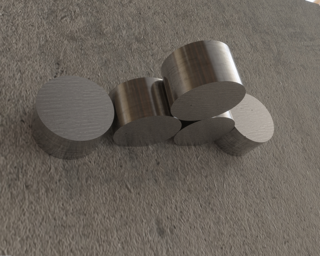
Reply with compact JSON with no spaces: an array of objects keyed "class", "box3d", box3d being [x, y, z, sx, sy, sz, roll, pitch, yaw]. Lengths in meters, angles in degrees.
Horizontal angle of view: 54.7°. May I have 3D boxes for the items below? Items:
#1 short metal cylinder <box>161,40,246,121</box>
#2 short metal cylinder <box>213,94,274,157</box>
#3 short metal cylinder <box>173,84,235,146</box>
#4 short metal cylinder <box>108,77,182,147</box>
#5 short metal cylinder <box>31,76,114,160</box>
[{"class":"short metal cylinder","box3d":[0.045,-0.048,0.335,0.081,0.080,0.050,1,63,-28]},{"class":"short metal cylinder","box3d":[0.118,-0.004,0.454,0.081,0.050,0.080,14,56,-21]},{"class":"short metal cylinder","box3d":[0.051,-0.016,0.408,0.081,0.080,0.050,0,61,-28]},{"class":"short metal cylinder","box3d":[-0.019,-0.017,0.369,0.081,0.080,0.050,0,62,-28]},{"class":"short metal cylinder","box3d":[-0.097,-0.011,0.343,0.081,0.050,0.080,14,56,-21]}]
